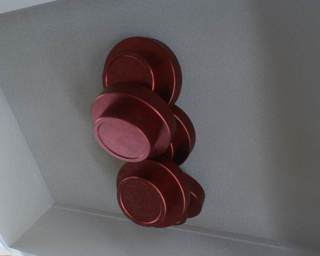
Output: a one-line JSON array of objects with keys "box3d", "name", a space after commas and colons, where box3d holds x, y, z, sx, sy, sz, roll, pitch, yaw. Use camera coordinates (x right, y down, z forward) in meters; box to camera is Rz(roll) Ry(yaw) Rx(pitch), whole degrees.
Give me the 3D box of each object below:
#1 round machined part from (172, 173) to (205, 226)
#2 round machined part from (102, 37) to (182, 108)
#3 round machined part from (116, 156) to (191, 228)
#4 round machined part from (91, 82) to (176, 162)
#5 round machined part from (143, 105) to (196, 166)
[{"box3d": [0.010, 0.101, 0.435, 0.098, 0.042, 0.097, 15, 139, 14], "name": "round machined part"}, {"box3d": [-0.027, -0.056, 0.362, 0.098, 0.042, 0.097, 7, 106, 26], "name": "round machined part"}, {"box3d": [-0.015, 0.084, 0.389, 0.098, 0.042, 0.097, 9, 111, 25], "name": "round machined part"}, {"box3d": [-0.035, 0.001, 0.348, 0.098, 0.042, 0.097, 15, 137, 15], "name": "round machined part"}, {"box3d": [-0.006, 0.014, 0.408, 0.098, 0.042, 0.097, 13, 123, 21], "name": "round machined part"}]
